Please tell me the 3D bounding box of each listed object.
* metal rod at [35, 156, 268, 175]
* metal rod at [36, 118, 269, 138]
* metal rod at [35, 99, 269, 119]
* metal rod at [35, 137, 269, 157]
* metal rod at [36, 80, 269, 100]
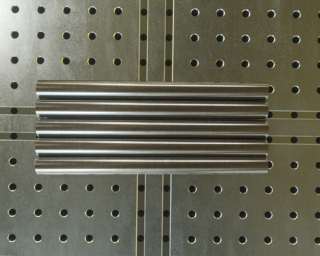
[{"bbox_3d":[-0.010,0.050,0.413,0.302,0.025,0.025,0,90,-1],"label":"metal rod"},{"bbox_3d":[-0.009,0.001,0.413,0.302,0.025,0.025,0,90,-1],"label":"metal rod"},{"bbox_3d":[-0.010,-0.025,0.413,0.302,0.025,0.025,0,90,-1],"label":"metal rod"},{"bbox_3d":[-0.010,0.026,0.413,0.302,0.025,0.025,0,90,-1],"label":"metal rod"},{"bbox_3d":[-0.009,-0.050,0.413,0.302,0.025,0.025,0,90,-1],"label":"metal rod"}]
